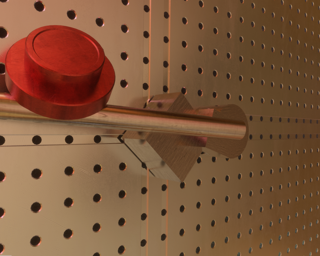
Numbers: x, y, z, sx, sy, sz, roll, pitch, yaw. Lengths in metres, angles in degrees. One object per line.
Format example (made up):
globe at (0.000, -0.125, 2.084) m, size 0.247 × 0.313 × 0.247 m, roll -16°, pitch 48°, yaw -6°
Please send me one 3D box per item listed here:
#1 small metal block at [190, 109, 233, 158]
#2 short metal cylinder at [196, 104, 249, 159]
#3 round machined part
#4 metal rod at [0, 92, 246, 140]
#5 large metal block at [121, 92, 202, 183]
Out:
small metal block at (0.071, 0.007, 0.403) m, size 0.050 × 0.025 × 0.050 m, roll 24°, pitch 75°, yaw -38°
short metal cylinder at (0.090, 0.005, 0.471) m, size 0.081 × 0.050 × 0.079 m, roll 0°, pitch 90°, yaw -40°
round machined part at (-0.089, -0.058, 0.289) m, size 0.099 × 0.042 × 0.098 m, roll 14°, pitch 48°, yaw -15°
metal rod at (-0.041, -0.011, 0.319) m, size 0.302 × 0.025 × 0.025 m, roll 5°, pitch 87°, yaw -23°
large metal block at (0.011, 0.011, 0.401) m, size 0.080 × 0.050 × 0.080 m, roll 52°, pitch 60°, yaw -28°
